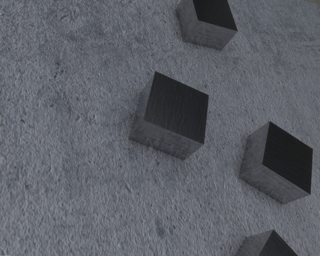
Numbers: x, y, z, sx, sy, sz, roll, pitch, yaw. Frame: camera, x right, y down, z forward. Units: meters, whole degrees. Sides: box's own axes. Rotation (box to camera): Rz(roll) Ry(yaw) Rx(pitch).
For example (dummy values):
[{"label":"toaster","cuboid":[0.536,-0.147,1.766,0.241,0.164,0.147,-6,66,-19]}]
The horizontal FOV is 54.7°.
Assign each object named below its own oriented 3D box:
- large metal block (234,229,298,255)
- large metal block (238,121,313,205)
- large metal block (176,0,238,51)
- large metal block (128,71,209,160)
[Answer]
[{"label":"large metal block","cuboid":[0.122,0.176,0.345,0.080,0.050,0.080,48,51,5]},{"label":"large metal block","cuboid":[0.168,0.051,0.447,0.080,0.050,0.080,32,52,-8]},{"label":"large metal block","cuboid":[0.081,-0.191,0.548,0.081,0.050,0.080,5,59,-26]},{"label":"large metal block","cuboid":[0.013,-0.015,0.404,0.080,0.050,0.080,22,54,-15]}]
